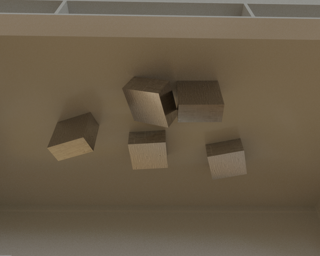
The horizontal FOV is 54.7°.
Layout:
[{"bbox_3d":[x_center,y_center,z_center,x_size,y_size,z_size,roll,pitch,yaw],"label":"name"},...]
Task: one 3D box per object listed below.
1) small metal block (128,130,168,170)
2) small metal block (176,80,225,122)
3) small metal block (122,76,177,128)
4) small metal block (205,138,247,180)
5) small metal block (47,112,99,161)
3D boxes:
[{"bbox_3d":[-0.016,0.031,0.435,0.050,0.025,0.050,-3,130,3],"label":"small metal block"},{"bbox_3d":[0.045,-0.032,0.366,0.050,0.050,0.025,0,130,0],"label":"small metal block"},{"bbox_3d":[-0.011,-0.031,0.368,0.050,0.025,0.050,12,137,30],"label":"small metal block"},{"bbox_3d":[0.096,0.045,0.449,0.050,0.025,0.050,-11,130,9],"label":"small metal block"},{"bbox_3d":[-0.110,0.010,0.400,0.050,0.050,0.025,-16,128,13],"label":"small metal block"}]
